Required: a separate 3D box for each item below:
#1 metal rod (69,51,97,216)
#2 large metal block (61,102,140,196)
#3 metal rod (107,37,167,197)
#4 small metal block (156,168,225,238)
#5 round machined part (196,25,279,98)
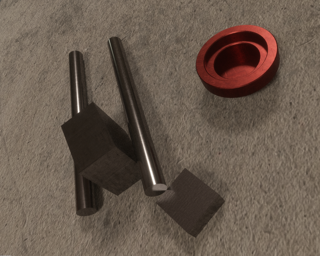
[{"bbox_3d":[-0.122,-0.013,0.473,0.025,0.025,0.299,-24,53,13],"label":"metal rod"},{"bbox_3d":[-0.068,0.027,0.386,0.050,0.080,0.080,-37,51,4],"label":"large metal block"},{"bbox_3d":[-0.041,-0.039,0.434,0.025,0.025,0.300,-28,48,10],"label":"metal rod"},{"bbox_3d":[0.033,0.080,0.336,0.050,0.025,0.050,-49,52,-7],"label":"small metal block"},{"bbox_3d":[0.098,-0.078,0.389,0.098,0.042,0.098,-13,56,20],"label":"round machined part"}]
